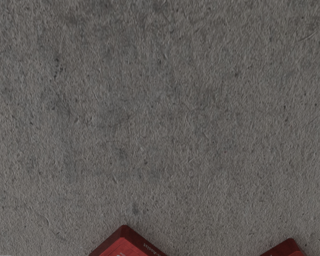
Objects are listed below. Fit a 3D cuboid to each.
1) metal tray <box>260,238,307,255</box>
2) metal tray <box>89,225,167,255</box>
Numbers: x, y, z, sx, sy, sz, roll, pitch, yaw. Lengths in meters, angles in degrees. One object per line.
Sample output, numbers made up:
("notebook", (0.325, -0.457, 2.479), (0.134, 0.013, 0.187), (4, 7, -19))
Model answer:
("metal tray", (0.185, 0.246, 0.500), (0.130, 0.030, 0.090), (-38, 106, 12))
("metal tray", (-0.039, 0.223, 0.488), (0.130, 0.030, 0.090), (42, 105, -14))
